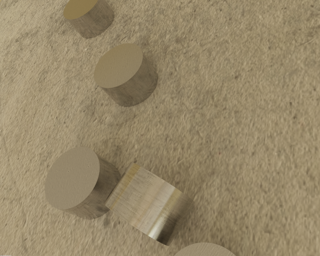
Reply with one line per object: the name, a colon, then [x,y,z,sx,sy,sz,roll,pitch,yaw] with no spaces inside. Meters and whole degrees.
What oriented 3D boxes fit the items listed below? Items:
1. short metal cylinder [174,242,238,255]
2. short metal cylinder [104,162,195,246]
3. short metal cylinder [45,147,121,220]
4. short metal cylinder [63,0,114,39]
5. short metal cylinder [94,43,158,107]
short metal cylinder: [0.046,0.147,0.273,0.080,0.050,0.080,-13,56,20]
short metal cylinder: [-0.011,0.079,0.325,0.080,0.080,0.050,24,75,36]
short metal cylinder: [-0.097,0.070,0.394,0.080,0.050,0.080,-13,56,20]
short metal cylinder: [-0.135,-0.218,0.590,0.080,0.050,0.080,-13,56,20]
short metal cylinder: [-0.050,-0.078,0.460,0.080,0.050,0.080,-13,56,20]
